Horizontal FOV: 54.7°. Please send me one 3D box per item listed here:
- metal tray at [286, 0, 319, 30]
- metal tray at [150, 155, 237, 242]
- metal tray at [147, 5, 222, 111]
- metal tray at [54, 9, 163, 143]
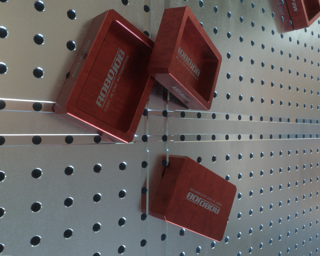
[{"bbox_3d":[0.304,-0.289,0.663,0.090,0.030,0.129,-41,115,-33],"label":"metal tray"},{"bbox_3d":[0.055,0.105,0.455,0.130,0.030,0.090,33,69,-35],"label":"metal tray"},{"bbox_3d":[0.040,-0.087,0.416,0.130,0.030,0.090,32,69,-54],"label":"metal tray"},{"bbox_3d":[-0.054,-0.057,0.362,0.090,0.030,0.130,31,71,-36],"label":"metal tray"}]
